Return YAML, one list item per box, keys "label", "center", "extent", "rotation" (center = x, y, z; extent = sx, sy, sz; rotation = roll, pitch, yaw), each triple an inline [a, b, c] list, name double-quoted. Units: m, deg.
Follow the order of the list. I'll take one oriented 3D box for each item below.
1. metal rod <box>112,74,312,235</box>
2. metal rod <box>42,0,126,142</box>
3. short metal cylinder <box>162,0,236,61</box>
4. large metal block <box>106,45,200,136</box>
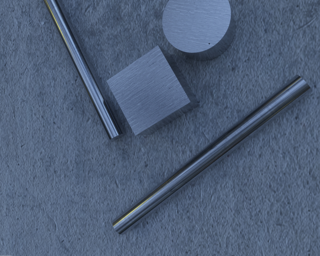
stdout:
- label: "metal rod"
  center: [0.053, 0.043, 0.389]
  extent: [0.299, 0.025, 0.025]
  rotation: [-41, 77, 15]
- label: "metal rod"
  center: [-0.126, -0.119, 0.453]
  extent: [0.025, 0.025, 0.299]
  rotation: [-30, 80, 17]
- label: "short metal cylinder"
  center: [0.049, -0.126, 0.378]
  extent: [0.080, 0.050, 0.079]
  rotation: [0, 90, 20]
- label: "large metal block"
  center: [-0.008, -0.045, 0.398]
  extent: [0.080, 0.050, 0.080]
  rotation: [-31, 80, 17]
